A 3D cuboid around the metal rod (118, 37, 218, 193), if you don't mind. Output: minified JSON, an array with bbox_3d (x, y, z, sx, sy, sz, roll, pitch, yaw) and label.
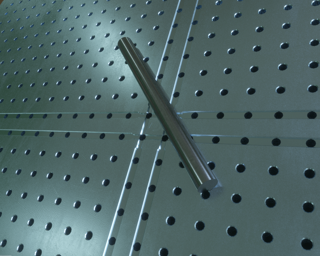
[{"bbox_3d":[-0.004,-0.040,0.433,0.025,0.025,0.300,-33,52,6],"label":"metal rod"}]
